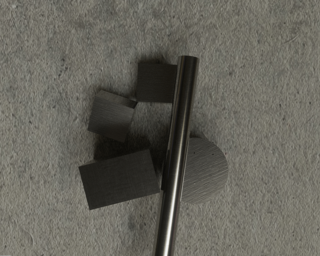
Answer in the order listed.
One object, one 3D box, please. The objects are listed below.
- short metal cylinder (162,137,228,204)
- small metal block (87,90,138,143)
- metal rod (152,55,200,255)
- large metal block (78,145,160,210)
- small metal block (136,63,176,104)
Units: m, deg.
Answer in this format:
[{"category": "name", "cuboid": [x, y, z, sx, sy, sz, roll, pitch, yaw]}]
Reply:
[{"category": "short metal cylinder", "cuboid": [0.042, 0.052, 0.398, 0.081, 0.050, 0.079, 0, 90, -1]}, {"category": "small metal block", "cuboid": [-0.061, -0.015, 0.400, 0.050, 0.025, 0.050, 19, 116, -1]}, {"category": "metal rod", "cuboid": [0.014, 0.067, 0.360, 0.025, 0.025, 0.298, 8, 90, -1]}, {"category": "large metal block", "cuboid": [-0.045, 0.057, 0.382, 0.080, 0.080, 0.050, -14, 90, 0]}, {"category": "small metal block", "cuboid": [-0.004, -0.058, 0.410, 0.050, 0.025, 0.050, 3, 90, -1]}]
